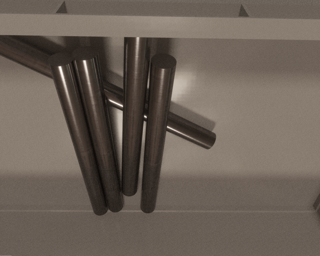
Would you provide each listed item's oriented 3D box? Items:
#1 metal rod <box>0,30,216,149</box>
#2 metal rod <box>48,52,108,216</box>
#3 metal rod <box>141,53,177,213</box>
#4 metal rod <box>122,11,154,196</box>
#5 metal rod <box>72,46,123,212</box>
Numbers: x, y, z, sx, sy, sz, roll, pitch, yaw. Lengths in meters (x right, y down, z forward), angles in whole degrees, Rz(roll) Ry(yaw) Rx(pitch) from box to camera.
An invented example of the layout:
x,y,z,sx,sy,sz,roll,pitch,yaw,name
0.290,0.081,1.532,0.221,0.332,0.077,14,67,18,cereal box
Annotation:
x,y,z,sx,sy,sz,roll,pitch,yaw,name
-0.060,-0.041,0.373,0.302,0.025,0.025,24,126,-20,metal rod
-0.100,0.034,0.417,0.025,0.025,0.298,0,136,0,metal rod
-0.008,0.034,0.411,0.025,0.025,0.298,3,138,-3,metal rod
-0.033,0.002,0.379,0.025,0.025,0.298,4,140,-4,metal rod
-0.074,0.029,0.410,0.025,0.025,0.298,0,137,0,metal rod
